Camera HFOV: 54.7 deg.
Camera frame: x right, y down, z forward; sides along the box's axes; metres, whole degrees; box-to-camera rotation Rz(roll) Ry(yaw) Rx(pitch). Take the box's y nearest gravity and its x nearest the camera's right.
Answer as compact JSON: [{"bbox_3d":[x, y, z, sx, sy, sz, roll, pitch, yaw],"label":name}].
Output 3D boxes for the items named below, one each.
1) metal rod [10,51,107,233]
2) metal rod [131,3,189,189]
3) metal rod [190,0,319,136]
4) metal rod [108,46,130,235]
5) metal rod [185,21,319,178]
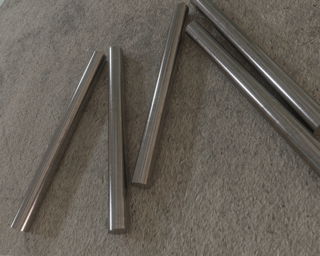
[{"bbox_3d":[-0.147,0.007,0.477,0.025,0.025,0.300,5,64,30],"label":"metal rod"},{"bbox_3d":[0.006,-0.062,0.438,0.025,0.025,0.300,-2,61,27],"label":"metal rod"},{"bbox_3d":[0.114,-0.105,0.408,0.025,0.025,0.300,-33,51,7],"label":"metal rod"},{"bbox_3d":[-0.061,-0.005,0.438,0.025,0.025,0.299,-19,54,17],"label":"metal rod"},{"bbox_3d":[0.109,-0.049,0.376,0.025,0.025,0.300,-35,51,5],"label":"metal rod"}]
